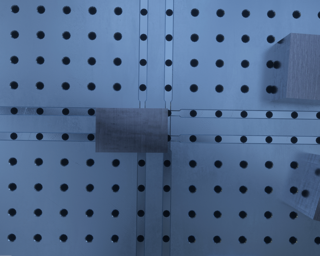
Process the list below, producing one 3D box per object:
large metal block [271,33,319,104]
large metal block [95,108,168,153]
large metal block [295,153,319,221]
[{"bbox_3d":[0.197,-0.074,0.404,0.081,0.050,0.079,4,90,-1],"label":"large metal block"},{"bbox_3d":[-0.032,0.002,0.386,0.081,0.080,0.050,0,90,-1],"label":"large metal block"},{"bbox_3d":[0.237,0.085,0.404,0.080,0.050,0.080,16,90,-1],"label":"large metal block"}]
